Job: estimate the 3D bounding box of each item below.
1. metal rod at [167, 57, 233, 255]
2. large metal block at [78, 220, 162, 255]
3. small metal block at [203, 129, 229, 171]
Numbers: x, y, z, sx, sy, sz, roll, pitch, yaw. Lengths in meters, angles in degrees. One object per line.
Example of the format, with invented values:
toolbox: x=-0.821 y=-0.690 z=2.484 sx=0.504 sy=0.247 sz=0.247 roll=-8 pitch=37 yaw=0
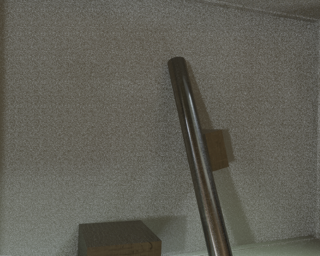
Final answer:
metal rod: x=0.048 y=0.047 z=0.366 sx=0.025 sy=0.025 sz=0.299 roll=-2 pitch=67 yaw=-20
large metal block: x=-0.051 y=0.147 z=0.364 sx=0.081 sy=0.080 sz=0.050 roll=3 pitch=89 yaw=-20
small metal block: x=0.065 y=0.029 z=0.423 sx=0.025 sy=0.050 sz=0.050 roll=-14 pitch=95 yaw=-20
